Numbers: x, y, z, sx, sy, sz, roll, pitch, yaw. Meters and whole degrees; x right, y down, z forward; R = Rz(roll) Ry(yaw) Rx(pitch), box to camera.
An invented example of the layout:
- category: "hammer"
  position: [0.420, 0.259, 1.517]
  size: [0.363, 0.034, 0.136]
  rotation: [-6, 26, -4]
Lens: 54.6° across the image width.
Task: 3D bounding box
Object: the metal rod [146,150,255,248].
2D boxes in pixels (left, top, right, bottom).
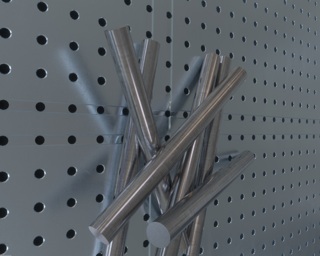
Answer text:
- category: "metal rod"
  position: [0.075, 0.074, 0.408]
  size: [0.302, 0.025, 0.025]
  rotation: [-17, 102, -58]

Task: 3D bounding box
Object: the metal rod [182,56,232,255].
- category: "metal rod"
  position: [0.072, 0.035, 0.468]
  size: [0.025, 0.025, 0.299]
  rotation: [19, 78, -38]

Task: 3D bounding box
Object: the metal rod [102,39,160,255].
- category: "metal rod"
  position: [-0.036, 0.038, 0.377]
  size: [0.025, 0.025, 0.299]
  rotation: [16, 80, -39]

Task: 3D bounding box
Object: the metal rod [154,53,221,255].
- category: "metal rod"
  position: [0.042, 0.021, 0.407]
  size: [0.025, 0.025, 0.300]
  rotation: [37, 57, -34]

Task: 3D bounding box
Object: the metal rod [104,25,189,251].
- category: "metal rod"
  position: [-0.008, 0.031, 0.371]
  size: [0.025, 0.025, 0.299]
  rotation: [-34, 120, -35]

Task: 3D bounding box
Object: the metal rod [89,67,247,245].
- category: "metal rod"
  position: [0.030, 0.010, 0.372]
  size: [0.301, 0.025, 0.025]
  rotation: [-46, 118, -34]
